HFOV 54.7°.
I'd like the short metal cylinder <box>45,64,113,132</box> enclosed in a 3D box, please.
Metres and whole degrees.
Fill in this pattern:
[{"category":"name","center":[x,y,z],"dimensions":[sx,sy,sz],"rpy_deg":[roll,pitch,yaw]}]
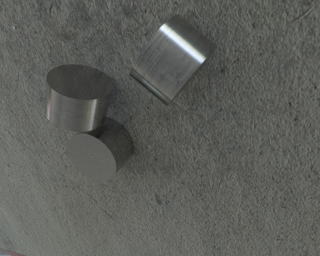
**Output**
[{"category":"short metal cylinder","center":[-0.106,-0.040,0.402],"dimensions":[0.080,0.080,0.050],"rpy_deg":[28,128,11]}]

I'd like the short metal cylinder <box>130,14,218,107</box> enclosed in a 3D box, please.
[{"category":"short metal cylinder","center":[0.014,-0.069,0.321],"dimensions":[0.050,0.080,0.080],"rpy_deg":[40,129,1]}]

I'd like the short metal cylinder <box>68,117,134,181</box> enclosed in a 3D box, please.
[{"category":"short metal cylinder","center":[-0.086,0.031,0.455],"dimensions":[0.080,0.050,0.079],"rpy_deg":[13,124,21]}]
